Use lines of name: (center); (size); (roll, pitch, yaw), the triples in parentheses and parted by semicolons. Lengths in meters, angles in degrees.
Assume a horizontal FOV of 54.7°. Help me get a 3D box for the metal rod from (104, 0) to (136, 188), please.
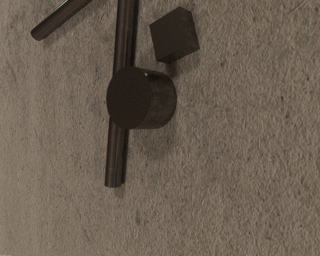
metal rod: (-0.057, -0.063, 0.449); (0.025, 0.025, 0.298); (8, 95, 39)

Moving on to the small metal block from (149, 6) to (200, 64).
small metal block: (0.018, -0.115, 0.389); (0.050, 0.025, 0.050); (-18, 79, 38)

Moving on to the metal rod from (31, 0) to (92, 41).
metal rod: (-0.124, -0.215, 0.504); (0.300, 0.025, 0.025); (-18, 79, 38)

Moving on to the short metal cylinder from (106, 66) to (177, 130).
short metal cylinder: (-0.025, -0.038, 0.407); (0.080, 0.050, 0.079); (0, 90, 39)
